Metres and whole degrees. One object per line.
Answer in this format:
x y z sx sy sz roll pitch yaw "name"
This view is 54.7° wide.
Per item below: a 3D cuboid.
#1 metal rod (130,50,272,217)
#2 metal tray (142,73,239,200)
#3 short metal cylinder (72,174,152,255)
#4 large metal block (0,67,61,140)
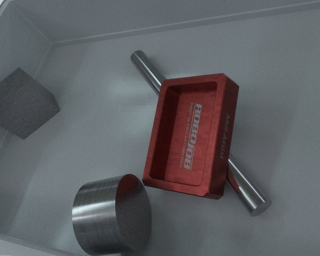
0.032 -0.016 0.397 0.025 0.025 0.300 -37 51 3 "metal rod"
0.033 0.008 0.348 0.090 0.030 0.129 1 76 41 "metal tray"
-0.049 0.094 0.337 0.050 0.080 0.080 -15 56 20 "short metal cylinder"
-0.229 -0.039 0.511 0.080 0.080 0.050 -38 51 2 "large metal block"
